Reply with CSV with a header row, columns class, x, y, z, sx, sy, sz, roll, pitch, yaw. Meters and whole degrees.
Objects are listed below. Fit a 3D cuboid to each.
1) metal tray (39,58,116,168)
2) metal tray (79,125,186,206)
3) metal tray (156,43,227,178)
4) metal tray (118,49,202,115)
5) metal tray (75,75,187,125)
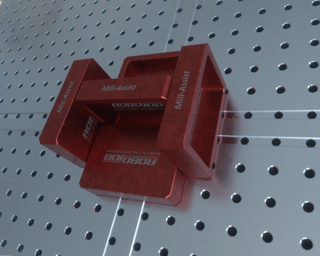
class,x,y,z,sx,sy,sz,roll,pitch,yaw
metal tray,-0.101,-0.019,0.429,0.030,0.090,0.130,1,62,28
metal tray,-0.031,0.043,0.392,0.130,0.030,0.090,1,62,28
metal tray,0.042,-0.019,0.354,0.030,0.090,0.130,1,62,28
metal tray,-0.001,-0.064,0.443,0.130,0.030,0.090,1,62,28
metal tray,-0.029,-0.026,0.394,0.130,0.090,0.030,1,63,28
